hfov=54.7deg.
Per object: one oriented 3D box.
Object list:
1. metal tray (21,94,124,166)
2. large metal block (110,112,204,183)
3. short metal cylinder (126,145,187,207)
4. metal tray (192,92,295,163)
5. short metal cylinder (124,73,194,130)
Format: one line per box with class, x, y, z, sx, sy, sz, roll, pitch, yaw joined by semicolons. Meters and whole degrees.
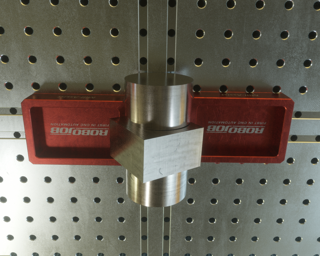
metal tray;-0.107;0.003;0.410;0.131;0.030;0.089;1;110;-1
large metal block;-0.006;0.017;0.375;0.081;0.080;0.050;-11;114;-33
short metal cylinder;-0.004;0.059;0.405;0.081;0.080;0.050;2;110;-1
metal tray;0.102;0.000;0.411;0.131;0.030;0.089;1;110;-1
short metal cylinder;-0.002;-0.035;0.371;0.081;0.080;0.050;1;110;-1
